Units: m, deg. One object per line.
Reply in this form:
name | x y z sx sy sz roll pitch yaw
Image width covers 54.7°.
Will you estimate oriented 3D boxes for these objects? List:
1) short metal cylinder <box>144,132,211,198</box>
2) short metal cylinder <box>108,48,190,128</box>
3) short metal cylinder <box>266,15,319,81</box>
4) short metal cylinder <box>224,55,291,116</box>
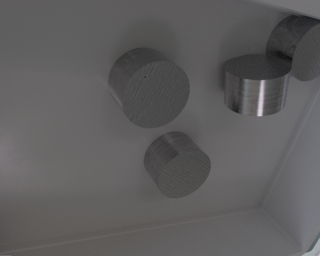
short metal cylinder | 0.024 0.052 0.437 0.081 0.050 0.079 -14 124 -21
short metal cylinder | -0.013 -0.046 0.356 0.081 0.050 0.079 -14 124 -21
short metal cylinder | 0.197 -0.111 0.431 0.081 0.050 0.079 -14 124 -21
short metal cylinder | 0.125 -0.058 0.406 0.081 0.080 0.050 -18 126 -18
